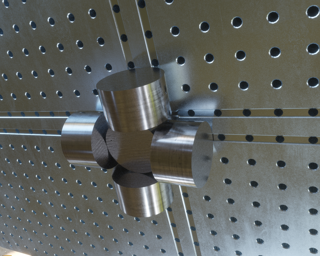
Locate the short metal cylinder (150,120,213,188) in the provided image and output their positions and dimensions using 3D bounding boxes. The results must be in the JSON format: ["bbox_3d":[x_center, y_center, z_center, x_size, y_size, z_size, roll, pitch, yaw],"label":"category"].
[{"bbox_3d":[0.029,0.030,0.379,0.050,0.080,0.079,4,120,26],"label":"short metal cylinder"}]

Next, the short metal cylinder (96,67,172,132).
[{"bbox_3d":[-0.030,-0.036,0.369,0.080,0.080,0.050,3,119,27],"label":"short metal cylinder"}]

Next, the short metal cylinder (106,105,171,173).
[{"bbox_3d":[-0.025,0.014,0.417,0.080,0.050,0.079,12,123,20],"label":"short metal cylinder"}]

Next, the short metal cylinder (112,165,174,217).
[{"bbox_3d":[-0.023,0.078,0.435,0.080,0.080,0.050,6,121,25],"label":"short metal cylinder"}]

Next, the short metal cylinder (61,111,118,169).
[{"bbox_3d":[-0.090,0.015,0.433,0.050,0.080,0.080,1,119,27],"label":"short metal cylinder"}]
